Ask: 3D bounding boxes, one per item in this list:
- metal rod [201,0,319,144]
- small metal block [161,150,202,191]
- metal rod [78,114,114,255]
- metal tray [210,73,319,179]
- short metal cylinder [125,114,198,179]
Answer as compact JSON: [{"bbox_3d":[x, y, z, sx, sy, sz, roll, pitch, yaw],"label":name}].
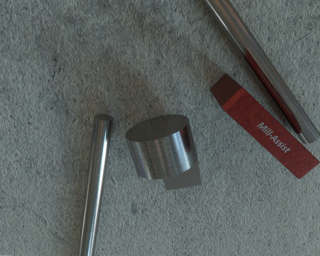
[{"bbox_3d":[0.108,-0.096,0.376,0.025,0.025,0.300,-38,106,12],"label":"metal rod"},{"bbox_3d":[0.028,0.055,0.431,0.050,0.025,0.050,-10,110,3],"label":"small metal block"},{"bbox_3d":[-0.100,0.123,0.453,0.025,0.025,0.298,10,110,-4],"label":"metal rod"},{"bbox_3d":[0.122,-0.005,0.374,0.130,0.090,0.030,40,105,-14],"label":"metal tray"},{"bbox_3d":[0.003,0.021,0.388,0.080,0.080,0.050,-14,110,4],"label":"short metal cylinder"}]
